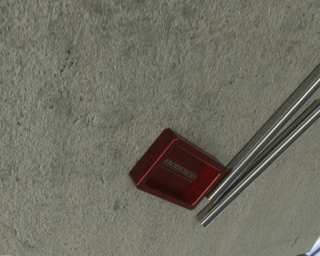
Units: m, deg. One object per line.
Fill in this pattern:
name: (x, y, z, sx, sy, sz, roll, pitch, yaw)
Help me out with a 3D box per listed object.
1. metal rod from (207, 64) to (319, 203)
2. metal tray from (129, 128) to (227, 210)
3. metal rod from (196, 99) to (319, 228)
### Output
metal rod: (0.181, 0.007, 0.512, 0.299, 0.025, 0.025, -49, 129, 6)
metal tray: (0.031, 0.066, 0.462, 0.130, 0.030, 0.090, 32, 100, -39)
metal rod: (0.180, 0.063, 0.547, 0.300, 0.025, 0.025, -45, 130, 3)
